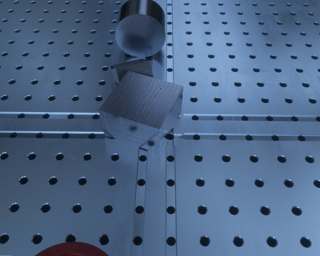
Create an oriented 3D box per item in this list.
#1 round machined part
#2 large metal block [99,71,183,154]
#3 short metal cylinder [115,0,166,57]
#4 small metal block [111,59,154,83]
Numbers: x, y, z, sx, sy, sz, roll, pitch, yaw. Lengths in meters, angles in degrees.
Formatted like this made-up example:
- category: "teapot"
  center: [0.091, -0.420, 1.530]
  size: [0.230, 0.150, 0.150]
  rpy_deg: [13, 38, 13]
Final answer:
- category: "round machined part"
  center: [-0.078, 0.154, 0.266]
  size: [0.099, 0.042, 0.098]
  rpy_deg: [0, 50, 0]
- category: "large metal block"
  center: [-0.022, -0.023, 0.410]
  size: [0.080, 0.050, 0.080]
  rpy_deg: [18, 52, 14]
- category: "short metal cylinder"
  center: [-0.031, -0.164, 0.510]
  size: [0.080, 0.080, 0.050]
  rpy_deg: [0, 50, 0]
- category: "small metal block"
  center: [-0.043, -0.085, 0.464]
  size: [0.050, 0.025, 0.050]
  rpy_deg: [-16, 19, -13]
